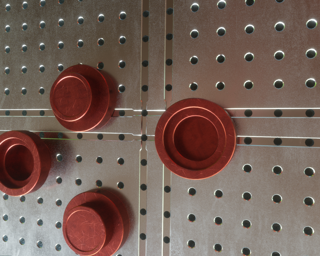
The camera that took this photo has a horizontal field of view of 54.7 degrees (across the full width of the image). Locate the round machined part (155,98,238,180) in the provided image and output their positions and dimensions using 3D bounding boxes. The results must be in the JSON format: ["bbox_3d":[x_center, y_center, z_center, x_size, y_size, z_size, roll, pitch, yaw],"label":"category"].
[{"bbox_3d":[0.047,0.013,0.387,0.098,0.042,0.097,0,90,19],"label":"round machined part"}]

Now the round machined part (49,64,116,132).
[{"bbox_3d":[-0.117,-0.043,0.443,0.098,0.042,0.097,0,90,19],"label":"round machined part"}]

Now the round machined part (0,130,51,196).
[{"bbox_3d":[-0.209,0.052,0.475,0.098,0.042,0.097,0,90,19],"label":"round machined part"}]

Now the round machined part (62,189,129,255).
[{"bbox_3d":[-0.097,0.139,0.436,0.098,0.042,0.097,0,90,19],"label":"round machined part"}]
